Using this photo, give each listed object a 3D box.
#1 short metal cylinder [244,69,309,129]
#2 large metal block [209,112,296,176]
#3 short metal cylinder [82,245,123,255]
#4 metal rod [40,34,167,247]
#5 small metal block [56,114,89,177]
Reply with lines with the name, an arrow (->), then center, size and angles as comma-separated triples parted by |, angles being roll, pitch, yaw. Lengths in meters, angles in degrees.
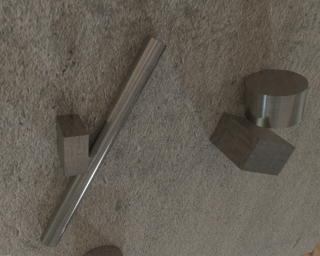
short metal cylinder -> 0.160, -0.042, 0.433 | 0.081, 0.080, 0.050 | -20, 126, -17
large metal block -> 0.135, 0.023, 0.460 | 0.081, 0.080, 0.050 | 12, 112, -34
short metal cylinder -> -0.089, 0.233, 0.486 | 0.081, 0.050, 0.079 | -14, 124, -21
metal rod -> -0.076, 0.027, 0.381 | 0.025, 0.025, 0.298 | 20, 108, -36
small metal block -> -0.099, 0.018, 0.348 | 0.025, 0.050, 0.050 | -7, 122, -25
